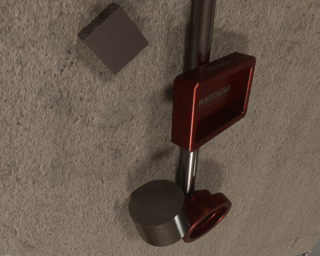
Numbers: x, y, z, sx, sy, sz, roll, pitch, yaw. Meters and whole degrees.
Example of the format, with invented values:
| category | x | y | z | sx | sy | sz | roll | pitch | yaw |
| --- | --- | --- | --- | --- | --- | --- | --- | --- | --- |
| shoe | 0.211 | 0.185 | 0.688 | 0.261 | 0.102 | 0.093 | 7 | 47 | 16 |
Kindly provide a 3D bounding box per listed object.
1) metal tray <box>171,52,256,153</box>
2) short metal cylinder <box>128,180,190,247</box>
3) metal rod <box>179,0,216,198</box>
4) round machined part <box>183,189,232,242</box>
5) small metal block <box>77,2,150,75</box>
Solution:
| category | x | y | z | sx | sy | sz | roll | pitch | yaw |
| --- | --- | --- | --- | --- | --- | --- | --- | --- | --- |
| metal tray | 0.069 | -0.036 | 0.390 | 0.131 | 0.030 | 0.089 | -29 | 132 | -39 |
| short metal cylinder | 0.000 | 0.122 | 0.448 | 0.080 | 0.080 | 0.050 | -26 | 128 | -13 |
| metal rod | 0.047 | -0.025 | 0.418 | 0.025 | 0.025 | 0.298 | -12 | 124 | -22 |
| round machined part | 0.067 | 0.139 | 0.509 | 0.099 | 0.042 | 0.097 | -28 | 145 | -21 |
| small metal block | -0.048 | -0.093 | 0.324 | 0.050 | 0.025 | 0.050 | -43 | 130 | 1 |
